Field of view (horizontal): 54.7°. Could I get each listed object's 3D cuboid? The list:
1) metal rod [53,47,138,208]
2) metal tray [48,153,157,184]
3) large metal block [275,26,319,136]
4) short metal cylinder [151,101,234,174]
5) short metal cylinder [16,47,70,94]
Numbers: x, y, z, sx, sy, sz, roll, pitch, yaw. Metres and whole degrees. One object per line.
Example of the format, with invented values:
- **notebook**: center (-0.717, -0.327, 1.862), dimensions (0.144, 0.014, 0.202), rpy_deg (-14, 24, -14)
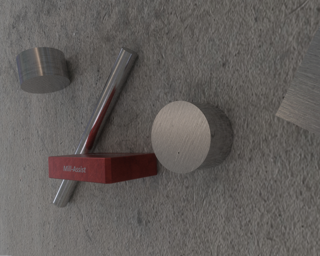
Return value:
- **metal rod**: center (-0.110, 0.011, 0.495), dimensions (0.025, 0.025, 0.298), rpy_deg (43, 116, 31)
- **metal tray**: center (-0.080, 0.052, 0.428), dimensions (0.130, 0.091, 0.030), rpy_deg (-3, 88, 40)
- **large metal block**: center (0.159, -0.029, 0.258), dimensions (0.080, 0.050, 0.079), rpy_deg (33, 110, 35)
- **short metal cylinder**: center (0.037, 0.010, 0.358), dimensions (0.080, 0.050, 0.080), rpy_deg (0, 90, 40)
- **short metal cylinder**: center (-0.201, -0.098, 0.535), dimensions (0.080, 0.081, 0.050), rpy_deg (-23, 76, 38)
